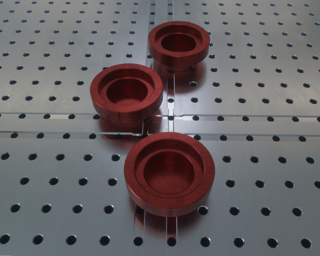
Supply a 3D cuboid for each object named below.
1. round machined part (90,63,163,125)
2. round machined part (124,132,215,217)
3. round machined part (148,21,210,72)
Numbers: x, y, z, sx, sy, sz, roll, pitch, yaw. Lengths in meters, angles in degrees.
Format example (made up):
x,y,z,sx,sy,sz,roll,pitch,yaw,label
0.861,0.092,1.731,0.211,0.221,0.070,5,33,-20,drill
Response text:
x,y,z,sx,sy,sz,roll,pitch,yaw,label
-0.045,-0.043,0.433,0.099,0.042,0.098,0,50,0,round machined part
0.010,0.055,0.351,0.099,0.042,0.098,0,50,0,round machined part
0.030,-0.130,0.506,0.099,0.042,0.098,0,50,0,round machined part
